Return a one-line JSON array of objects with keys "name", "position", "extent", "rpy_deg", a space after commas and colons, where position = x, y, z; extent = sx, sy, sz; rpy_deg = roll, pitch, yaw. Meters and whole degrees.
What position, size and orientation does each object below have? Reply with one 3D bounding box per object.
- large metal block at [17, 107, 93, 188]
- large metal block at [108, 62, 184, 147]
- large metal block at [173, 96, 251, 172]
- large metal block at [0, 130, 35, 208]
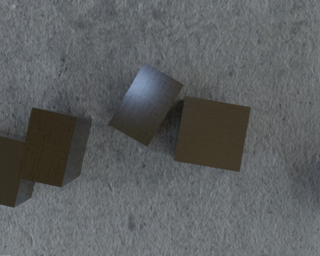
[{"name": "large metal block", "position": [-0.125, 0.021, 0.381], "extent": [0.050, 0.080, 0.080], "rpy_deg": [12, 90, 0]}, {"name": "large metal block", "position": [-0.016, -0.026, 0.382], "extent": [0.050, 0.080, 0.080], "rpy_deg": [30, 90, -1]}, {"name": "large metal block", "position": [0.063, 0.007, 0.398], "extent": [0.080, 0.050, 0.080], "rpy_deg": [10, 90, -1]}, {"name": "large metal block", "position": [-0.204, 0.047, 0.395], "extent": [0.080, 0.050, 0.080], "rpy_deg": [14, 90, -1]}]
